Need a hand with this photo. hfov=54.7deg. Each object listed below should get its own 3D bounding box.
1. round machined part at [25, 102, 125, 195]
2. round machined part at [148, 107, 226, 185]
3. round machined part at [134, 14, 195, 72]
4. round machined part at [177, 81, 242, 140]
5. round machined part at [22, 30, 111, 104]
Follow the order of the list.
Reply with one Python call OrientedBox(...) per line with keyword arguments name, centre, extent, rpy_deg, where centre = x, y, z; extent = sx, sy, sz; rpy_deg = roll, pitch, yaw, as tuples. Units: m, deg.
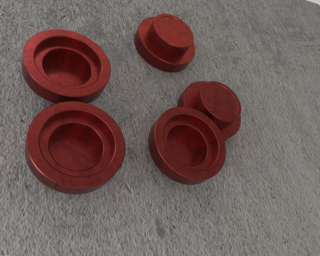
OrientedBox(name="round machined part", centre=(-0.091, 0.024, 0.330), extent=(0.099, 0.042, 0.098), rpy_deg=(14, 56, -21))
OrientedBox(name="round machined part", centre=(0.031, 0.025, 0.392), extent=(0.099, 0.042, 0.098), rpy_deg=(12, 59, -20))
OrientedBox(name="round machined part", centre=(0.013, -0.139, 0.484), extent=(0.099, 0.042, 0.098), rpy_deg=(14, 56, -21))
OrientedBox(name="round machined part", centre=(0.079, -0.029, 0.453), extent=(0.099, 0.042, 0.098), rpy_deg=(14, 56, -21))
OrientedBox(name="round machined part", centre=(-0.113, -0.067, 0.373), extent=(0.099, 0.042, 0.098), rpy_deg=(14, 56, -21))
